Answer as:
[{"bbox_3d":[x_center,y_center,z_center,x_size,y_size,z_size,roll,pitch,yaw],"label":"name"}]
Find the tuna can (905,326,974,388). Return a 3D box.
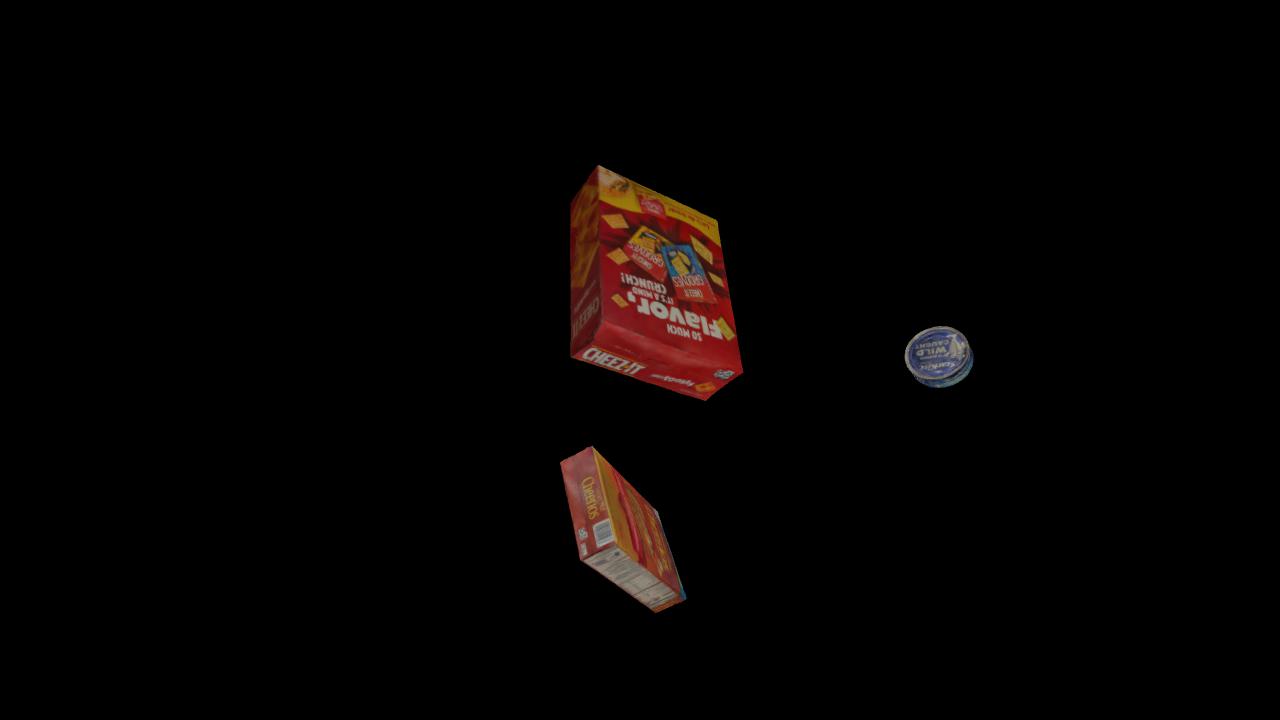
[{"bbox_3d":[0.420,-0.003,0.865,0.084,0.084,0.034,0,-28,42],"label":"tuna can"}]

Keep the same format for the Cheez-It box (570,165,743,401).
[{"bbox_3d":[0.013,-0.082,0.645,0.166,0.223,0.071,18,-41,-28],"label":"Cheez-It box"}]

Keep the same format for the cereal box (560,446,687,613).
[{"bbox_3d":[-0.026,0.318,1.134,0.081,0.203,0.306,-28,-45,8],"label":"cereal box"}]
